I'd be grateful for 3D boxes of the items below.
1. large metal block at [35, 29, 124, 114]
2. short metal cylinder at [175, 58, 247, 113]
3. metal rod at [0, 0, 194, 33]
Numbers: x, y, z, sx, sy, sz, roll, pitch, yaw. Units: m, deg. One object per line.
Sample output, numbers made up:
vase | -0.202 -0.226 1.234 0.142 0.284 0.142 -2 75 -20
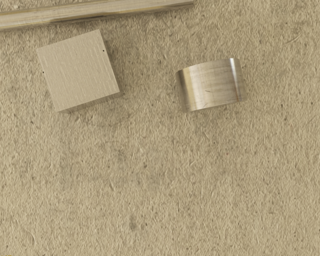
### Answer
large metal block | -0.099 -0.069 0.397 0.080 0.050 0.080 -18 90 0
short metal cylinder | 0.063 -0.050 0.383 0.080 0.080 0.050 -11 90 0
metal rod | -0.107 -0.153 0.408 0.302 0.025 0.025 -7 90 0
